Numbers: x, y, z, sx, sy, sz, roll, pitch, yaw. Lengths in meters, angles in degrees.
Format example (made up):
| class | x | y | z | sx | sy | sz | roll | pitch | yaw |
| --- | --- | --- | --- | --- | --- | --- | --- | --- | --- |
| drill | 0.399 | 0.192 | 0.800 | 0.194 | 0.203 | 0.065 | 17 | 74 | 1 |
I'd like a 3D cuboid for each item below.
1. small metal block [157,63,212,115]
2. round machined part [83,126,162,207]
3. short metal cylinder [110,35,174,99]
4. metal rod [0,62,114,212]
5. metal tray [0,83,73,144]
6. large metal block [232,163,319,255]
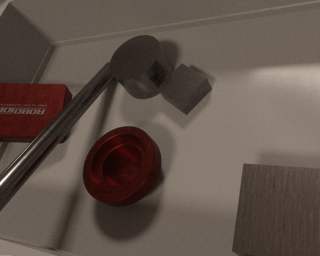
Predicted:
| class | x | y | z | sx | sy | sz | roll | pitch | yaw |
| --- | --- | --- | --- | --- | --- | --- | --- | --- | --- |
| small metal block | 0.033 | -0.053 | 0.420 | 0.050 | 0.025 | 0.050 | -46 | 51 | -4 |
| round machined part | -0.042 | 0.050 | 0.385 | 0.098 | 0.042 | 0.098 | -13 | 56 | 20 |
| short metal cylinder | -0.026 | -0.089 | 0.457 | 0.080 | 0.050 | 0.080 | -13 | 56 | 20 |
| metal rod | -0.128 | -0.003 | 0.400 | 0.025 | 0.025 | 0.301 | -2 | 38 | 27 |
| metal tray | -0.212 | -0.024 | 0.488 | 0.131 | 0.030 | 0.090 | 1 | 69 | 3 |
| large metal block | 0.116 | 0.081 | 0.279 | 0.080 | 0.050 | 0.080 | 1 | 62 | 28 |
